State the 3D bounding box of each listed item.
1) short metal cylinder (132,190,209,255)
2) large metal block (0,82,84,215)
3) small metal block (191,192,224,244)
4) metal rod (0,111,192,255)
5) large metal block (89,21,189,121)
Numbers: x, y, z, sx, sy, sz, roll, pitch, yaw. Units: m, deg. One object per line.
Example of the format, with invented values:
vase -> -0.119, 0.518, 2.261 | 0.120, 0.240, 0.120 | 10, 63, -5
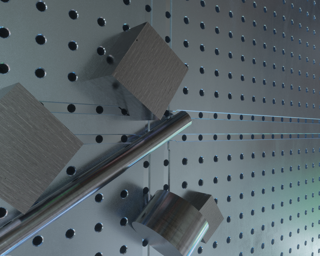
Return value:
short metal cylinder -> 0.013, 0.122, 0.384 | 0.050, 0.080, 0.080 | -49, 119, -29
large metal block -> -0.133, 0.017, 0.281 | 0.080, 0.050, 0.080 | 50, 60, -28
small metal block -> 0.064, 0.133, 0.463 | 0.050, 0.025, 0.050 | -43, 116, -32
metal rod -> -0.068, 0.055, 0.351 | 0.302, 0.025, 0.025 | -33, 111, -35
large metal block -> -0.023, -0.065, 0.374 | 0.080, 0.050, 0.080 | 43, 64, -32
